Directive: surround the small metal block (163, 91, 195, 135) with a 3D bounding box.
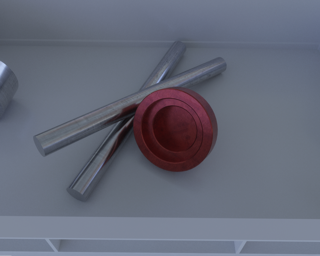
[{"bbox_3d":[0.024,-0.019,0.402,0.050,0.050,0.025,25,21,19],"label":"small metal block"}]

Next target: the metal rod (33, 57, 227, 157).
[{"bbox_3d":[-0.016,-0.040,0.409,0.302,0.025,0.025,-28,55,-33],"label":"metal rod"}]

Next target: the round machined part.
[{"bbox_3d":[0.021,-0.001,0.369,0.098,0.097,0.042,25,22,19],"label":"round machined part"}]

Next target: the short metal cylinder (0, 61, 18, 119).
[{"bbox_3d":[-0.239,-0.053,0.411,0.080,0.080,0.050,5,50,3],"label":"short metal cylinder"}]

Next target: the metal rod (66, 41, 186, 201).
[{"bbox_3d":[-0.030,-0.031,0.430,0.025,0.025,0.301,20,52,15],"label":"metal rod"}]
